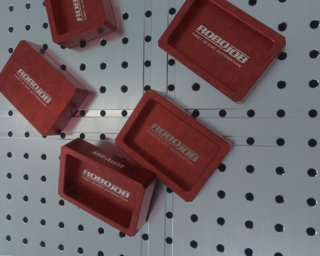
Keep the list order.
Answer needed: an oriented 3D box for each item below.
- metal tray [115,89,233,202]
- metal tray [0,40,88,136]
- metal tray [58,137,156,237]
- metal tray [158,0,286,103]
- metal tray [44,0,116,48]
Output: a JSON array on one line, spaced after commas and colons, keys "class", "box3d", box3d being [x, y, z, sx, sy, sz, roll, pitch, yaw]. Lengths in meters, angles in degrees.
[{"class": "metal tray", "box3d": [0.016, 0.021, 0.404, 0.130, 0.030, 0.090, 37, 102, 16]}, {"class": "metal tray", "box3d": [-0.185, -0.061, 0.476, 0.130, 0.030, 0.090, 42, 103, 15]}, {"class": "metal tray", "box3d": [-0.076, 0.079, 0.420, 0.130, 0.030, 0.089, 23, 119, 18]}, {"class": "metal tray", "box3d": [0.074, -0.103, 0.384, 0.130, 0.030, 0.090, 40, 102, 15]}, {"class": "metal tray", "box3d": [-0.123, -0.194, 0.453, 0.090, 0.030, 0.129, -14, 85, 19]}]
